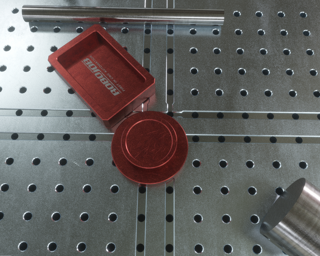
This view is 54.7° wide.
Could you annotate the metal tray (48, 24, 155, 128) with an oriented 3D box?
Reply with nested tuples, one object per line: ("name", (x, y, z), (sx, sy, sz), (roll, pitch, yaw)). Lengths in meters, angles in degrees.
("metal tray", (-0.081, -0.075, 0.435), (0.090, 0.030, 0.130), (-41, 75, -14))

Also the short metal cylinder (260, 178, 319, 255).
("short metal cylinder", (0.158, 0.103, 0.346), (0.050, 0.080, 0.080), (38, 74, 12))

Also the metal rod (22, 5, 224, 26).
("metal rod", (-0.055, -0.172, 0.473), (0.302, 0.025, 0.025), (1, 70, 0))

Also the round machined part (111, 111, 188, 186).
("round machined part", (-0.013, 0.023, 0.394), (0.099, 0.042, 0.098), (0, 70, 0))
